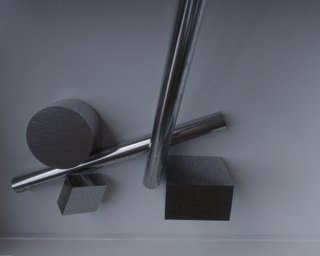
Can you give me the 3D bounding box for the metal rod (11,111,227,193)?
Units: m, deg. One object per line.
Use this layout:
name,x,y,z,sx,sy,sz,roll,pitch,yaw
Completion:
metal rod,-0.059,0.035,0.423,0.301,0.025,0.025,-18,109,6

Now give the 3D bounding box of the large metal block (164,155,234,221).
large metal block,0.046,0.077,0.411,0.081,0.080,0.050,2,110,-1

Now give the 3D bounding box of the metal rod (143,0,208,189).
metal rod,0.010,-0.028,0.335,0.025,0.025,0.298,8,134,-4

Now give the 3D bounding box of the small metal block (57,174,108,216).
small metal block,-0.108,0.091,0.429,0.050,0.025,0.050,5,120,-40

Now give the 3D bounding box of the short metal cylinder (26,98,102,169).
short metal cylinder,-0.120,0.006,0.395,0.081,0.050,0.079,0,106,1
